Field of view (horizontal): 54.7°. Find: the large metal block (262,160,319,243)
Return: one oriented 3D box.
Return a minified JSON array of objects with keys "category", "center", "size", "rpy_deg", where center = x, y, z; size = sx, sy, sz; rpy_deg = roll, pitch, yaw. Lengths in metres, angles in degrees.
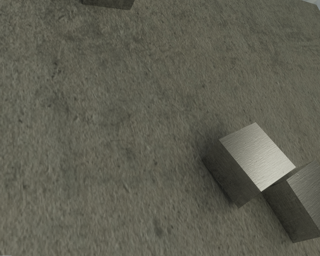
[{"category":"large metal block","center":[0.205,0.102,0.439],"size":[0.081,0.050,0.080],"rpy_deg":[-20,73,-36]}]

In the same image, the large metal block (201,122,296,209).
[{"category":"large metal block","center":[0.118,0.048,0.417],"size":[0.081,0.050,0.080],"rpy_deg":[-20,64,-36]}]

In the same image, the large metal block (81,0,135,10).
[{"category":"large metal block","center":[-0.086,-0.239,0.488],"size":[0.081,0.050,0.080],"rpy_deg":[-5,65,-31]}]
